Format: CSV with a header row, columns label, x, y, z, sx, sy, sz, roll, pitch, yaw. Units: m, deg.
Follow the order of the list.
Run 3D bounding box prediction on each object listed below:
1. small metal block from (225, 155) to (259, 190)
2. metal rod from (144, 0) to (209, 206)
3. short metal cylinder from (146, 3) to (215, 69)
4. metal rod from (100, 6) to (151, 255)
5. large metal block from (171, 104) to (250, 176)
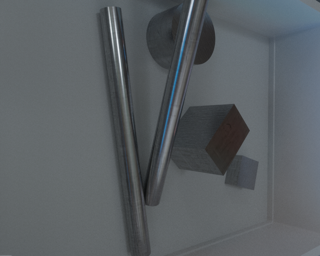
label,x,y,z,sx,sy,sz,roll,pitch,yaw
small metal block,0.140,0.076,0.527,0.050,0.025,0.050,21,77,-38
metal rod,0.018,-0.042,0.348,0.025,0.025,0.298,-6,118,-40
short metal cylinder,0.029,-0.122,0.416,0.081,0.050,0.079,0,90,-40
metal rod,-0.041,0.010,0.374,0.025,0.025,0.298,-11,97,-40
large metal block,0.062,0.014,0.425,0.080,0.080,0.050,-52,121,-27
